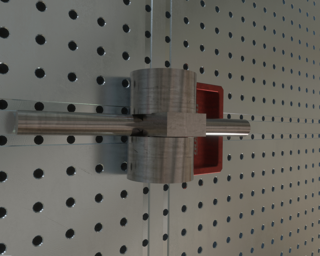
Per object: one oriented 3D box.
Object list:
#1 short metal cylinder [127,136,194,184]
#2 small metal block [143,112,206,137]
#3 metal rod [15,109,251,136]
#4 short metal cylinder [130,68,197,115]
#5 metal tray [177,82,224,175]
[{"bbox_3d":[0.001,0.035,0.373,0.081,0.080,0.050,2,89,-40],"label":"short metal cylinder"},{"bbox_3d":[0.015,-0.004,0.344,0.050,0.050,0.025,1,90,-32],"label":"small metal block"},{"bbox_3d":[-0.007,-0.003,0.373,0.303,0.025,0.025,1,89,-31],"label":"metal rod"},{"bbox_3d":[0.004,-0.040,0.374,0.081,0.080,0.050,1,90,-40],"label":"short metal cylinder"},{"bbox_3d":[0.051,0.001,0.448,0.091,0.030,0.129,1,89,-40],"label":"metal tray"}]
